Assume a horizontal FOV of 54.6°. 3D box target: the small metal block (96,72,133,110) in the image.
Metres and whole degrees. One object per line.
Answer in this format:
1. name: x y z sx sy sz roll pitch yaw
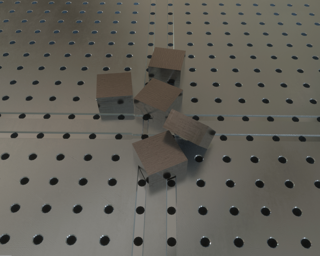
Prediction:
1. small metal block: -0.065 -0.054 0.453 0.050 0.025 0.050 -5 50 -4

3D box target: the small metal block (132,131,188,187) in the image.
1. small metal block: -0.001 0.036 0.378 0.050 0.025 0.050 -20 53 -16

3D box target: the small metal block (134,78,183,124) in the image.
1. small metal block: -0.002 -0.039 0.441 0.050 0.025 0.050 25 54 19

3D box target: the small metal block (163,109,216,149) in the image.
1. small metal block: 0.038 0.002 0.387 0.050 0.050 0.025 27 92 21

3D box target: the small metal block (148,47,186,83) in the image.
1. small metal block: 0.012 -0.101 0.493 0.050 0.025 0.050 9 51 7
